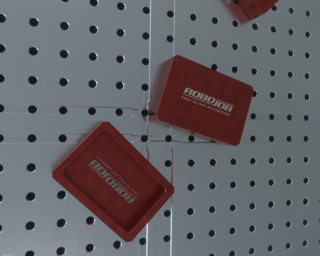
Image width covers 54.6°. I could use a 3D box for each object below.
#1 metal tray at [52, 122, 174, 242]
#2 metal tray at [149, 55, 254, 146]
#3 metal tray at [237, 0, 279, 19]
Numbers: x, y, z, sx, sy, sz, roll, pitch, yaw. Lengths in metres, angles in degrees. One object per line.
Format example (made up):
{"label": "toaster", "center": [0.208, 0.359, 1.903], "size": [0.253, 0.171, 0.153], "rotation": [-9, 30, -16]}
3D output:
{"label": "metal tray", "center": [-0.056, 0.066, 0.388], "size": [0.130, 0.030, 0.090], "rotation": [47, 76, -14]}
{"label": "metal tray", "center": [0.060, -0.035, 0.432], "size": [0.131, 0.030, 0.090], "rotation": [18, 84, -19]}
{"label": "metal tray", "center": [0.135, -0.241, 0.458], "size": [0.090, 0.030, 0.130], "rotation": [-45, 104, -15]}
